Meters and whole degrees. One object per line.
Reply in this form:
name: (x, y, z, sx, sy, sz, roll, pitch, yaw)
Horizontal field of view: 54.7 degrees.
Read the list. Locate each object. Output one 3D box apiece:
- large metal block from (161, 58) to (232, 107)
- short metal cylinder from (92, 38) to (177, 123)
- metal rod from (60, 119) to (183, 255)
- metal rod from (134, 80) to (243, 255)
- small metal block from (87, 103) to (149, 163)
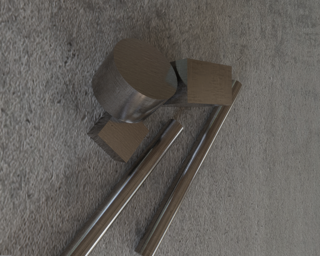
large metal block: (0.035, -0.054, 0.401, 0.081, 0.080, 0.050, -1, 91, -40)
short metal cylinder: (-0.028, -0.052, 0.346, 0.080, 0.050, 0.080, 22, 49, -28)
metal rod: (-0.062, 0.100, 0.354, 0.301, 0.025, 0.025, -51, 120, -28)
metal rod: (0.051, 0.045, 0.450, 0.025, 0.025, 0.300, 47, 62, -30)
small metal block: (-0.048, 0.005, 0.366, 0.050, 0.025, 0.050, 50, 61, -29)
